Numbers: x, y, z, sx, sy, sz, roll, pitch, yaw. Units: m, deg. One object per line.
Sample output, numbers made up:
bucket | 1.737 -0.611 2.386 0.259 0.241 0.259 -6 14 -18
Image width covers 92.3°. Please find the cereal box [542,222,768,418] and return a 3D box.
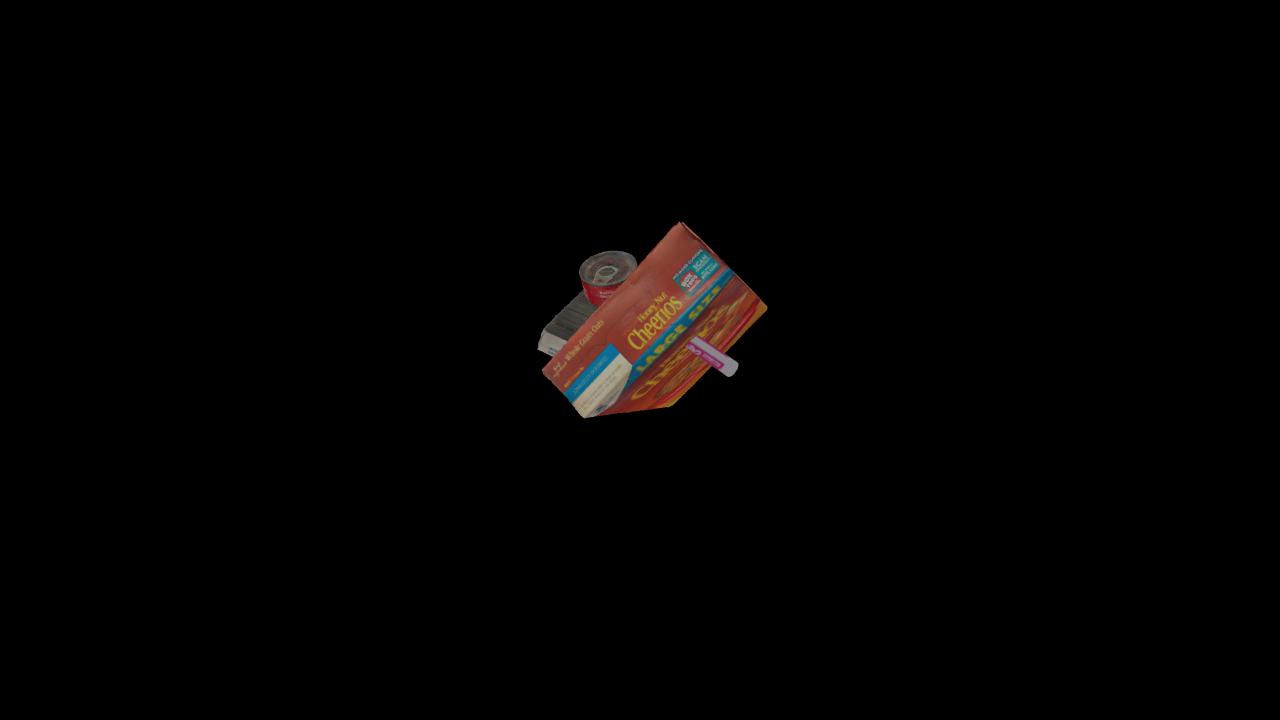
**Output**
cereal box | 0.038 -0.030 0.719 0.081 0.203 0.306 47 11 14

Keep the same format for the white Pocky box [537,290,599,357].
white Pocky box | -0.048 -0.032 0.674 0.084 0.028 0.154 24 24 1

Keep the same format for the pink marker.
pink marker | 0.050 -0.022 0.638 0.121 0.020 0.020 34 -9 -14

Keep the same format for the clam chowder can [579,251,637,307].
clam chowder can | -0.029 -0.069 0.734 0.068 0.102 0.068 -6 43 6
